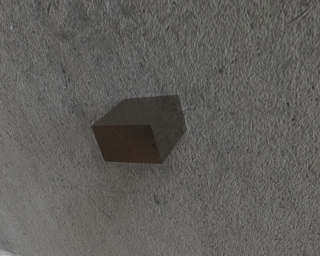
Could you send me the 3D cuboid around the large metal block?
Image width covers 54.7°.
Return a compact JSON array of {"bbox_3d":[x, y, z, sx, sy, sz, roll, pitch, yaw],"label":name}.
[{"bbox_3d":[-0.022,0.000,0.383,0.080,0.080,0.050,-1,118,28],"label":"large metal block"}]
